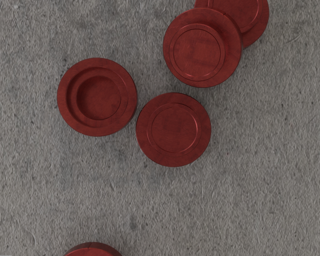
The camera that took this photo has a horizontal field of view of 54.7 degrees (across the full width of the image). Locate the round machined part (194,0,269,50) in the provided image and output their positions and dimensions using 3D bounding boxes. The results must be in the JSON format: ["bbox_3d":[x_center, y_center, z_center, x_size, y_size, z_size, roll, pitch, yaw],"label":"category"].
[{"bbox_3d":[0.093,-0.150,0.402,0.099,0.042,0.097,0,90,0],"label":"round machined part"}]

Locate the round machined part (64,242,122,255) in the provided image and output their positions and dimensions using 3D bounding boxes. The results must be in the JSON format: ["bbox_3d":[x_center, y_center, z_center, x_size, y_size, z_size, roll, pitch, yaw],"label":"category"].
[{"bbox_3d":[-0.087,0.195,0.401,0.099,0.042,0.097,0,90,0],"label":"round machined part"}]

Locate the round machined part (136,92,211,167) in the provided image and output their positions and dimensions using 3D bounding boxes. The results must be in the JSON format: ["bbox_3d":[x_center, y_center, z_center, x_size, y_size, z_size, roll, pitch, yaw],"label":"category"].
[{"bbox_3d":[0.018,0.002,0.401,0.099,0.042,0.097,0,90,0],"label":"round machined part"}]

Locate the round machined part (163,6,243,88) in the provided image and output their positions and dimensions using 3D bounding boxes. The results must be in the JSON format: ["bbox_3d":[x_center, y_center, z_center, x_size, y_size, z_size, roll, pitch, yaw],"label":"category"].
[{"bbox_3d":[0.050,-0.095,0.379,0.098,0.042,0.097,9,117,17],"label":"round machined part"}]

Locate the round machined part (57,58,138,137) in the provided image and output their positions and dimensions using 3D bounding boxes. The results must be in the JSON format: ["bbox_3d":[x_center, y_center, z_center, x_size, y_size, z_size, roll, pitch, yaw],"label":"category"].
[{"bbox_3d":[-0.077,-0.038,0.401,0.099,0.042,0.097,0,90,0],"label":"round machined part"}]
